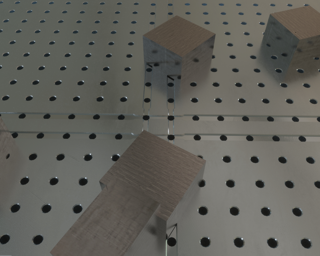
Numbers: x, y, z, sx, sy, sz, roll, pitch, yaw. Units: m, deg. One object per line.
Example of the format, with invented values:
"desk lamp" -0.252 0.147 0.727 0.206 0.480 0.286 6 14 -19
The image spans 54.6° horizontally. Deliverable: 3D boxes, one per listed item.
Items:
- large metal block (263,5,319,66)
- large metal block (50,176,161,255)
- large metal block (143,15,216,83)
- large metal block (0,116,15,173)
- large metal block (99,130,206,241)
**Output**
"large metal block" 0.237 -0.159 0.526 0.081 0.050 0.080 -16 52 -13
"large metal block" -0.042 0.106 0.283 0.050 0.080 0.080 26 55 20
"large metal block" 0.030 -0.129 0.500 0.080 0.050 0.080 35 58 26
"large metal block" -0.234 0.030 0.366 0.080 0.050 0.080 3 50 2
"large metal block" -0.006 0.060 0.341 0.080 0.050 0.080 26 55 20
